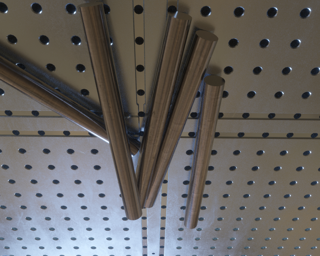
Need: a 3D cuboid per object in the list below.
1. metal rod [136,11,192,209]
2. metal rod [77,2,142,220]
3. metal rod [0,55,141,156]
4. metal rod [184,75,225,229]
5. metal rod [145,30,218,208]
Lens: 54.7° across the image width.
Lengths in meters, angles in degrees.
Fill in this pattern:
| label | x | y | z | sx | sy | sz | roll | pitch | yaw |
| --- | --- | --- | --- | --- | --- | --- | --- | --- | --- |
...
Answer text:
| label | x | y | z | sx | sy | sz | roll | pitch | yaw |
| --- | --- | --- | --- | --- | --- | --- | --- | --- | --- |
| metal rod | -0.008 | 0.003 | 0.402 | 0.025 | 0.025 | 0.298 | 8 | 126 | -7 |
| metal rod | -0.054 | 0.003 | 0.385 | 0.025 | 0.025 | 0.298 | -5 | 122 | 3 |
| metal rod | -0.147 | -0.046 | 0.370 | 0.301 | 0.025 | 0.025 | 34 | 122 | -26 |
| metal rod | 0.060 | 0.057 | 0.461 | 0.025 | 0.025 | 0.298 | 1 | 130 | -2 |
| metal rod | 0.015 | 0.012 | 0.422 | 0.025 | 0.025 | 0.298 | 10 | 129 | -9 |
